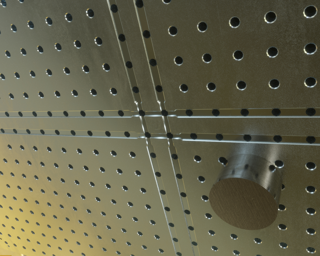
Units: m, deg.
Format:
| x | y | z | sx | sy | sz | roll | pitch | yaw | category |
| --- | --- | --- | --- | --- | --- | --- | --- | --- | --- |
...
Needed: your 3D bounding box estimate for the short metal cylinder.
| x | y | z | sx | sy | sz | roll | pitch | yaw | category |
| --- | --- | --- | --- | --- | --- | --- | --- | --- | --- |
| 0.108 | 0.079 | 0.387 | 0.080 | 0.050 | 0.079 | 13 | 124 | 20 | short metal cylinder |
